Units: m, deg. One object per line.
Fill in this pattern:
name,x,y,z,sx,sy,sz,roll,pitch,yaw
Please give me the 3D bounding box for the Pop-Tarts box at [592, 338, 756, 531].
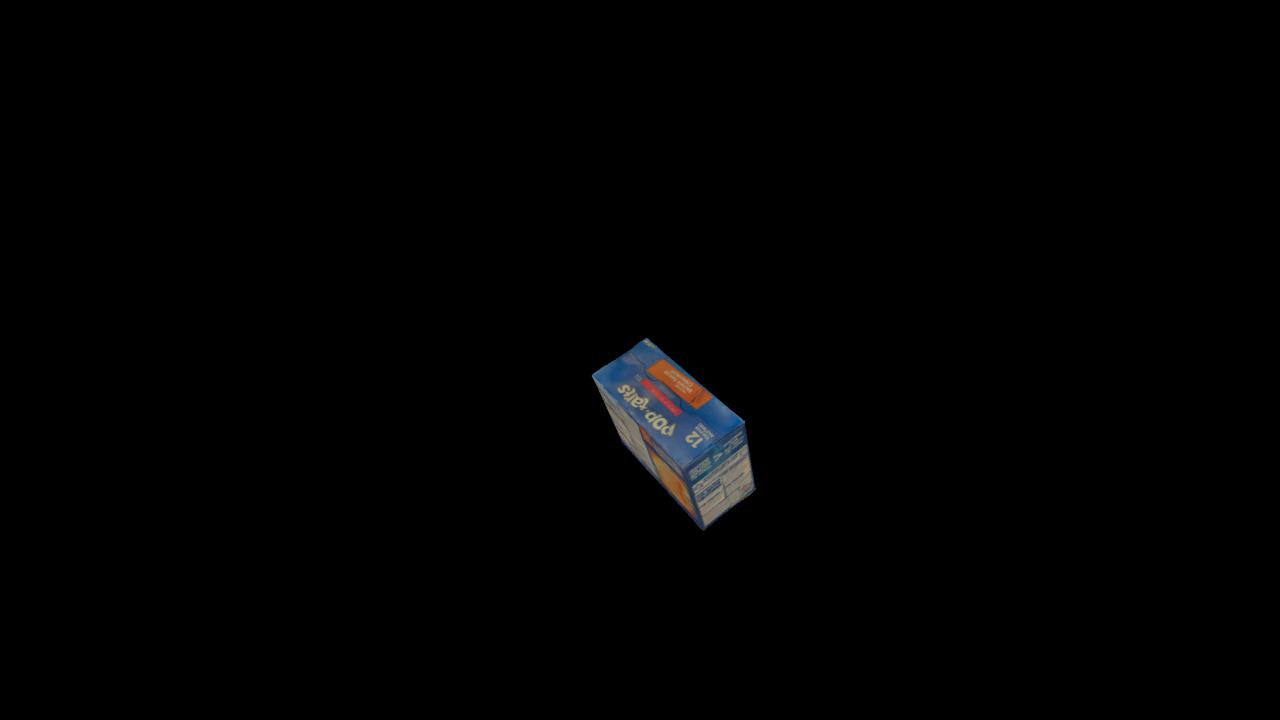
Pop-Tarts box,0.040,0.081,0.690,0.083,0.141,0.167,-36,50,-15
